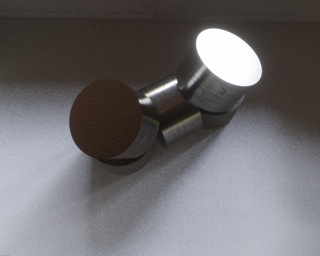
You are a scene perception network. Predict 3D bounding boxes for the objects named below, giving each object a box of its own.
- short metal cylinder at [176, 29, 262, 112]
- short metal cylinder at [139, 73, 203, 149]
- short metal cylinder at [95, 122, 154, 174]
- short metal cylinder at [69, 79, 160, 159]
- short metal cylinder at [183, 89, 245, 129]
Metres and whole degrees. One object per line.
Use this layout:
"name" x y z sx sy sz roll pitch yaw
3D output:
"short metal cylinder" 0.066 -0.065 0.350 0.081 0.050 0.080 12 55 -18
"short metal cylinder" 0.010 -0.021 0.386 0.050 0.080 0.080 -28 73 -10
"short metal cylinder" -0.048 0.014 0.389 0.081 0.050 0.080 0 70 0
"short metal cylinder" -0.047 -0.007 0.328 0.080 0.050 0.080 -2 83 19
"short metal cylinder" 0.068 -0.044 0.412 0.081 0.050 0.080 0 70 0
